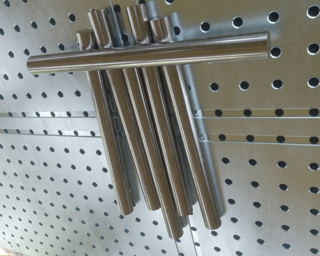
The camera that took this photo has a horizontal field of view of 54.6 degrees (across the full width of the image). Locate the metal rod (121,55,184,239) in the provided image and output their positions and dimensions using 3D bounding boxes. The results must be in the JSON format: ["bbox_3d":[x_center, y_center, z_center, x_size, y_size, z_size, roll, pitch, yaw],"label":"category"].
[{"bbox_3d":[-0.006,0.041,0.440,0.025,0.025,0.298,1,119,28],"label":"metal rod"}]

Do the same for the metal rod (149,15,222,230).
[{"bbox_3d":[0.039,0.011,0.398,0.025,0.025,0.299,-3,117,29],"label":"metal rod"}]

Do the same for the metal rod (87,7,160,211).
[{"bbox_3d":[-0.041,-0.008,0.429,0.025,0.025,0.298,1,119,28],"label":"metal rod"}]

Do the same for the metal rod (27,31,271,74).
[{"bbox_3d":[-0.035,-0.080,0.348,0.300,0.025,0.025,2,119,27],"label":"metal rod"}]

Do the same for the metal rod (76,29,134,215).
[{"bbox_3d":[-0.074,0.009,0.455,0.025,0.025,0.298,7,122,25],"label":"metal rod"}]

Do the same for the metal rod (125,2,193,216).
[{"bbox_3d":[0.006,-0.005,0.407,0.025,0.025,0.298,1,119,28],"label":"metal rod"}]
